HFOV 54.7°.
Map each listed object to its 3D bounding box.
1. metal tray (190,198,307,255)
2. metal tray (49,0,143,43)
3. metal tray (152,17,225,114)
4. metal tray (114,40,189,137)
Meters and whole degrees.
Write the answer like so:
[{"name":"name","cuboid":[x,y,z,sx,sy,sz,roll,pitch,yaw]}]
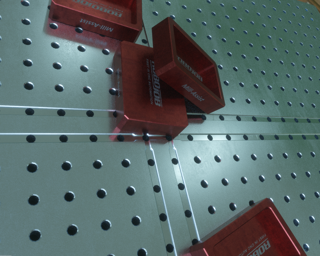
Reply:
[{"name":"metal tray","cuboid":[0.110,0.152,0.373,0.131,0.030,0.090,-19,72,-36]},{"name":"metal tray","cuboid":[-0.093,-0.187,0.469,0.131,0.030,0.090,11,57,-23]},{"name":"metal tray","cuboid":[0.043,-0.086,0.445,0.130,0.030,0.090,30,45,-43]},{"name":"metal tray","cuboid":[-0.015,-0.055,0.433,0.091,0.030,0.130,8,58,-25]}]
